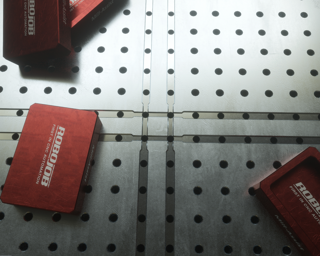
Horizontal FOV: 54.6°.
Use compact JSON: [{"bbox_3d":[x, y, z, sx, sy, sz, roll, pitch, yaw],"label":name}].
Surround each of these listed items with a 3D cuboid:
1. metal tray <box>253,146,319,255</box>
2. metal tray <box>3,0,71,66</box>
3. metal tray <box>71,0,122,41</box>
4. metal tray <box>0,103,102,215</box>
[{"bbox_3d":[0.189,0.099,0.373,0.090,0.030,0.130,-32,73,-11],"label":"metal tray"},{"bbox_3d":[-0.176,-0.161,0.443,0.090,0.030,0.129,-8,79,15],"label":"metal tray"},{"bbox_3d":[-0.122,-0.208,0.484,0.090,0.030,0.130,39,74,13],"label":"metal tray"},{"bbox_3d":[-0.134,0.038,0.395,0.090,0.030,0.130,8,70,3],"label":"metal tray"}]
